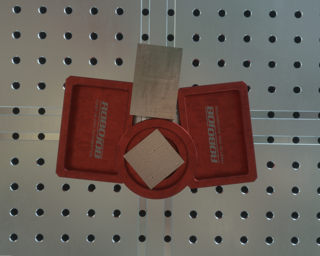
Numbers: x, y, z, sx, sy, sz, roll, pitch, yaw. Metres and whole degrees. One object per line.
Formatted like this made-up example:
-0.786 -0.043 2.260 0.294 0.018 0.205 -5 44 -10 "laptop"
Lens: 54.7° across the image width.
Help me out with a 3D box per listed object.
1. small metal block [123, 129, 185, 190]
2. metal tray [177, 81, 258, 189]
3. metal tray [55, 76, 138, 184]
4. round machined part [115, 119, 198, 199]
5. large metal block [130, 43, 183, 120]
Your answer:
-0.007 0.036 0.367 0.050 0.025 0.050 -39 90 0 "small metal block"
0.072 0.009 0.407 0.091 0.030 0.129 -6 90 0 "metal tray"
-0.081 0.002 0.406 0.091 0.030 0.129 6 90 0 "metal tray"
-0.004 0.037 0.392 0.099 0.042 0.097 0 90 0 "round machined part"
-0.004 -0.052 0.382 0.050 0.080 0.080 6 90 0 "large metal block"
